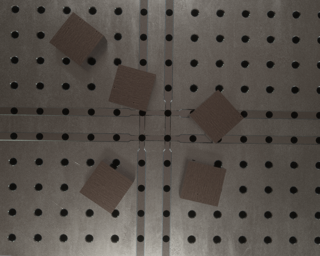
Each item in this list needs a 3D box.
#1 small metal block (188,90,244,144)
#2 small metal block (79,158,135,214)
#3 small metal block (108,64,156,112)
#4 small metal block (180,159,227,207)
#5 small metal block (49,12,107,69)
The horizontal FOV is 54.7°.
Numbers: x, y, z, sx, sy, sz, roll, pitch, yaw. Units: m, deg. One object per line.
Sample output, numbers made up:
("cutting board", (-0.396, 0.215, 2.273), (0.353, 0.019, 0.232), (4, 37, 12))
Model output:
("small metal block", (0.074, -0.015, 0.414), (0.050, 0.025, 0.050), (-42, 91, 0))
("small metal block", (-0.069, 0.076, 0.413), (0.050, 0.025, 0.050), (35, 90, -1))
("small metal block", (-0.036, -0.052, 0.413), (0.050, 0.025, 0.050), (16, 90, -1))
("small metal block", (0.056, 0.072, 0.414), (0.050, 0.025, 0.050), (13, 90, -1))
("small metal block", (-0.108, -0.115, 0.412), (0.050, 0.025, 0.050), (38, 90, -1))
